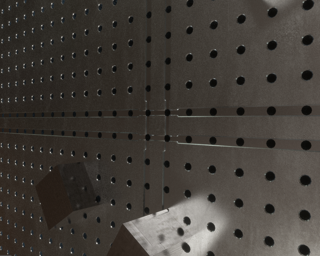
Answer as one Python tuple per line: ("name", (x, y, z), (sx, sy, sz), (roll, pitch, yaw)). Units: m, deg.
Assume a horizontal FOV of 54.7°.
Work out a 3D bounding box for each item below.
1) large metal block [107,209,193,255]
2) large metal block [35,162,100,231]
("large metal block", (-0.017, 0.156, 0.386), (0.050, 0.081, 0.079), (40, 114, 32))
("large metal block", (-0.157, 0.113, 0.520), (0.080, 0.050, 0.080), (-40, 66, 32))
